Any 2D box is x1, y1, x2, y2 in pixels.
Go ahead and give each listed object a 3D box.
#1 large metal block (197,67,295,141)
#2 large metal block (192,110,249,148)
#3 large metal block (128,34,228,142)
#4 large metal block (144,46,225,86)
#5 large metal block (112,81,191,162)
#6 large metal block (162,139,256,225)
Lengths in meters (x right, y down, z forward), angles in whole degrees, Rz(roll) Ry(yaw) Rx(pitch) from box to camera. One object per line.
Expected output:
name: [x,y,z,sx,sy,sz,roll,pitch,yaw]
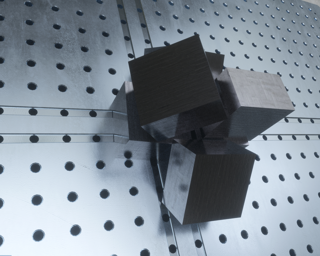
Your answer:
large metal block: [0.096,-0.024,0.375,0.081,0.080,0.050,2,61,-28]
large metal block: [0.065,-0.003,0.427,0.081,0.050,0.080,3,61,-27]
large metal block: [0.019,-0.041,0.333,0.080,0.050,0.080,-19,64,13]
large metal block: [0.029,-0.080,0.427,0.081,0.080,0.050,2,99,-27]
large metal block: [-0.012,-0.006,0.389,0.081,0.050,0.080,7,59,-25]
large metal block: [0.055,0.059,0.359,0.081,0.050,0.079,2,105,-27]
